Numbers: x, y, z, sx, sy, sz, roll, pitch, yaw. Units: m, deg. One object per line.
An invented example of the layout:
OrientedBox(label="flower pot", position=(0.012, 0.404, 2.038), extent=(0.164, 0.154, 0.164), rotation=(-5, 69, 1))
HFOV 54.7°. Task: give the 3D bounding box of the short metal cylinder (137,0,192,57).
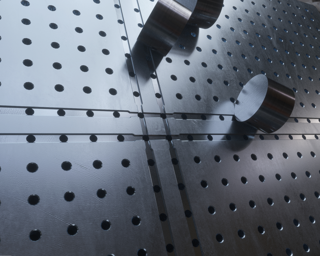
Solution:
OrientedBox(label="short metal cylinder", position=(0.006, -0.157, 0.473), extent=(0.050, 0.080, 0.080), rotation=(29, 52, -10))

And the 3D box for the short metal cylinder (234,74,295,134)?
OrientedBox(label="short metal cylinder", position=(0.162, -0.037, 0.486), extent=(0.050, 0.080, 0.080), rotation=(23, 53, -15))

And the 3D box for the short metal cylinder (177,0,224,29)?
OrientedBox(label="short metal cylinder", position=(0.067, -0.221, 0.546), extent=(0.050, 0.080, 0.080), rotation=(4, 60, -27))
